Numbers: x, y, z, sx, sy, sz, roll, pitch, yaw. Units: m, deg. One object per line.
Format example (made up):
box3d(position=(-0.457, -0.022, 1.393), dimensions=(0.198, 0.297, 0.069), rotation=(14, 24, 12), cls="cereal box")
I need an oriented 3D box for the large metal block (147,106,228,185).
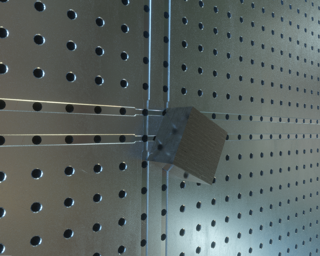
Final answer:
box3d(position=(0.040, 0.025, 0.429), dimensions=(0.080, 0.050, 0.080), rotation=(33, 70, -36), cls="large metal block")
